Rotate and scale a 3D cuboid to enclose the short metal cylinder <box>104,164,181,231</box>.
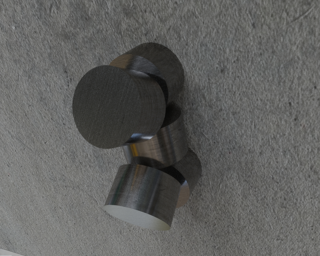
[{"bbox_3d":[-0.020,0.084,0.369,0.080,0.050,0.080,14,151,8],"label":"short metal cylinder"}]

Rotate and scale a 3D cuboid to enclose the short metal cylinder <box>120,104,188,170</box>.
[{"bbox_3d":[-0.009,0.009,0.384,0.080,0.080,0.050,2,119,27],"label":"short metal cylinder"}]

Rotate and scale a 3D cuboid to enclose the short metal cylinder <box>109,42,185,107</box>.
[{"bbox_3d":[-0.017,-0.056,0.367,0.080,0.050,0.079,13,124,21],"label":"short metal cylinder"}]

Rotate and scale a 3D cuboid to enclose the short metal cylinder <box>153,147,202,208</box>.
[{"bbox_3d":[0.012,0.063,0.425,0.080,0.050,0.079,13,124,21],"label":"short metal cylinder"}]

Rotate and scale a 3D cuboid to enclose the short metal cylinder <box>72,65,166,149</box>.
[{"bbox_3d":[-0.041,-0.021,0.317,0.080,0.050,0.079,2,94,27],"label":"short metal cylinder"}]
